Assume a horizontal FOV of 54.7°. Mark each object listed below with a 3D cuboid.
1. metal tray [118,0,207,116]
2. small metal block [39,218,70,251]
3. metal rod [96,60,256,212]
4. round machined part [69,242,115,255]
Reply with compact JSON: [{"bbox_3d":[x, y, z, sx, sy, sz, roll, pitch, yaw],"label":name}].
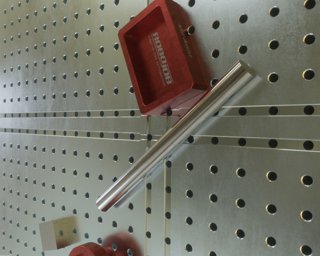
[{"bbox_3d":[-0.001,-0.091,0.407,0.090,0.030,0.129,-27,73,36],"label":"metal tray"},{"bbox_3d":[-0.196,0.196,0.571,0.050,0.025,0.050,-22,76,38],"label":"small metal block"},{"bbox_3d":[0.003,0.027,0.407,0.299,0.025,0.025,-45,63,30],"label":"metal rod"},{"bbox_3d":[-0.099,0.227,0.481,0.098,0.042,0.097,0,90,40],"label":"round machined part"}]
